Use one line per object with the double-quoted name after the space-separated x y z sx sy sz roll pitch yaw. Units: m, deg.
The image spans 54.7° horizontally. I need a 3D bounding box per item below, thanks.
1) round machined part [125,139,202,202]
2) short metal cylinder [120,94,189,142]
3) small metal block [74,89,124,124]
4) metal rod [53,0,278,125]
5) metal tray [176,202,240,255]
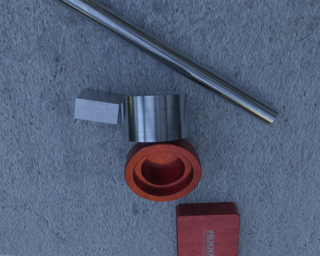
0.004 0.048 0.412 0.099 0.042 0.097 -1 123 -2 "round machined part"
-0.006 -0.015 0.370 0.080 0.080 0.050 -2 97 1 "short metal cylinder"
-0.074 -0.028 0.385 0.050 0.050 0.025 8 110 -3 "small metal block"
0.015 -0.085 0.378 0.301 0.025 0.025 28 108 -10 "metal rod"
0.071 0.178 0.473 0.091 0.030 0.129 -2 110 0 "metal tray"
